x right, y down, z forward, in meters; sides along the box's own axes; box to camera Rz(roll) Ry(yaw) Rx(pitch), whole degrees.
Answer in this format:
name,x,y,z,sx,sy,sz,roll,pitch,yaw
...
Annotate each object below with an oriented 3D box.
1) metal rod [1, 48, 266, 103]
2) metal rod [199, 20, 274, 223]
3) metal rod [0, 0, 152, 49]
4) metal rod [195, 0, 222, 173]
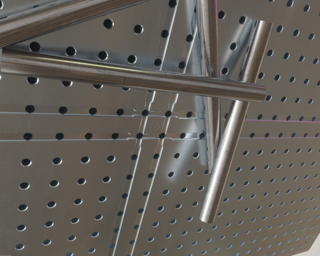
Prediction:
name,x,y,z,sx,sy,sz,roll,pitch,yaw
metal rod,-0.009,-0.054,0.349,0.303,0.025,0.025,4,117,-22
metal rod,0.104,0.002,0.444,0.025,0.025,0.298,3,109,-30
metal rod,-0.140,-0.087,0.281,0.302,0.025,0.025,-24,127,-14
metal rod,0.069,-0.052,0.418,0.025,0.025,0.298,-22,127,-16
